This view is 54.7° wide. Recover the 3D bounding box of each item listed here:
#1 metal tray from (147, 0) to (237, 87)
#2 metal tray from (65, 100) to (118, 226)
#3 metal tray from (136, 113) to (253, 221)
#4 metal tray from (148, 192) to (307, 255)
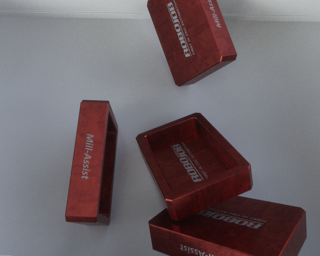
[{"bbox_3d":[0.038,-0.131,0.406,0.030,0.090,0.129,-16,85,-38],"label":"metal tray"},{"bbox_3d":[-0.074,0.043,0.358,0.030,0.090,0.130,2,70,0],"label":"metal tray"},{"bbox_3d":[0.032,0.035,0.354,0.091,0.030,0.130,-21,32,-8],"label":"metal tray"},{"bbox_3d":[0.066,0.101,0.309,0.130,0.091,0.030,3,107,39],"label":"metal tray"}]
